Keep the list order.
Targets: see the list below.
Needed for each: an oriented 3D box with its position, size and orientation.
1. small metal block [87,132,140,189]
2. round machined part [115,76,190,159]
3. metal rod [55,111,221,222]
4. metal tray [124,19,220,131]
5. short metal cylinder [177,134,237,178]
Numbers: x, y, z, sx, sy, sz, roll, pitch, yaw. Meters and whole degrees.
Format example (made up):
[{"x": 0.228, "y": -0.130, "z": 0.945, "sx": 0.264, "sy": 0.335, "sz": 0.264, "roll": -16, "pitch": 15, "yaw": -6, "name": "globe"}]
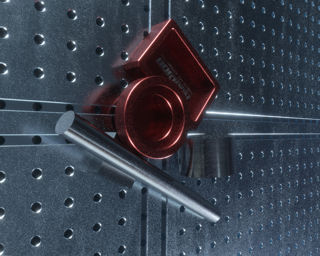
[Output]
[{"x": -0.050, "y": 0.039, "z": 0.369, "sx": 0.050, "sy": 0.025, "sz": 0.050, "roll": 35, "pitch": 68, "yaw": -35, "name": "small metal block"}, {"x": -0.013, "y": -0.012, "z": 0.379, "sx": 0.099, "sy": 0.042, "sz": 0.097, "roll": 0, "pitch": 90, "yaw": -38, "name": "round machined part"}, {"x": -0.001, "y": 0.065, "z": 0.384, "sx": 0.301, "sy": 0.025, "sz": 0.025, "roll": 39, "pitch": 66, "yaw": -43, "name": "metal rod"}, {"x": 0.023, "y": -0.069, "z": 0.426, "sx": 0.130, "sy": 0.030, "sz": 0.090, "roll": 47, "pitch": 61, "yaw": -30, "name": "metal tray"}, {"x": 0.064, "y": 0.036, "z": 0.428, "sx": 0.081, "sy": 0.080, "sz": 0.050, "roll": -5, "pitch": 94, "yaw": -40, "name": "short metal cylinder"}]
